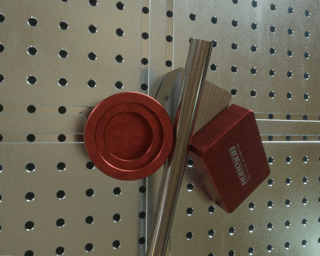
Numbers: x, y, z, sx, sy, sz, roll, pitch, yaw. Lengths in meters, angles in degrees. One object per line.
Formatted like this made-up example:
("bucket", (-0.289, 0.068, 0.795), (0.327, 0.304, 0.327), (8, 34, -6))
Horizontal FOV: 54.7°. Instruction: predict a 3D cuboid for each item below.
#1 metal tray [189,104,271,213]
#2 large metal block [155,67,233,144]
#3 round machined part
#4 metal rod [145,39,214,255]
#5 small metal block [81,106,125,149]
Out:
("metal tray", (0.097, 0.044, 0.415), (0.090, 0.030, 0.130), (-40, 128, -15))
("large metal block", (0.037, -0.023, 0.410), (0.080, 0.050, 0.080), (24, 82, -19))
("round machined part", (-0.038, 0.009, 0.357), (0.099, 0.042, 0.097), (0, 91, -17))
("metal rod", (0.018, 0.047, 0.373), (0.025, 0.025, 0.298), (7, 104, -20))
("small metal block", (-0.064, -0.006, 0.386), (0.050, 0.025, 0.050), (-23, 98, -19))
